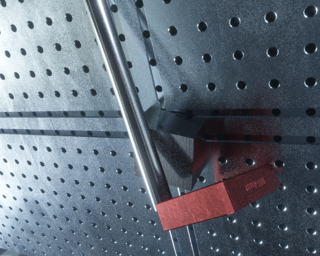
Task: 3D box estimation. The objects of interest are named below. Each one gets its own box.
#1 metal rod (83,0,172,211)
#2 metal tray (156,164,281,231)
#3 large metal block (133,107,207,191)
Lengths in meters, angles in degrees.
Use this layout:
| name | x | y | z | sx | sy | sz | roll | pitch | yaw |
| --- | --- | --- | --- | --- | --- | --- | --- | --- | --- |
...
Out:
| name | x | y | z | sx | sy | sz | roll | pitch | yaw |
| --- | --- | --- | --- | --- | --- | --- | --- | --- | --- |
| metal rod | -0.041 | -0.047 | 0.355 | 0.025 | 0.025 | 0.298 | -15 | 96 | 34 |
| metal tray | 0.070 | 0.077 | 0.354 | 0.090 | 0.131 | 0.030 | -29 | 74 | 37 |
| large metal block | 0.013 | 0.026 | 0.403 | 0.080 | 0.050 | 0.079 | 12 | 124 | 21 |
